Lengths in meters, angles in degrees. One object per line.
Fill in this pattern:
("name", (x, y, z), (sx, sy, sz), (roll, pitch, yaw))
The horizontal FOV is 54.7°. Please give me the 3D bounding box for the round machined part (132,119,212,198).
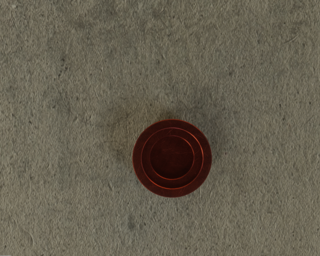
("round machined part", (0.015, 0.037, 0.403), (0.099, 0.042, 0.097), (0, 90, -1))
